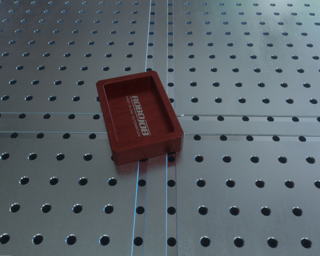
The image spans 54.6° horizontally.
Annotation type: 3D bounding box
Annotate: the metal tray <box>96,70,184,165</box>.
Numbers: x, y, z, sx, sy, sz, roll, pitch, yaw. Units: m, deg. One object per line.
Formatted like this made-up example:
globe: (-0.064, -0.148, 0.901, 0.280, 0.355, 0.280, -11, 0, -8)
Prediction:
metal tray: (-0.031, -0.020, 0.420, 0.091, 0.030, 0.130, -13, 51, -11)
